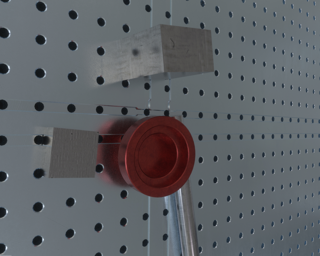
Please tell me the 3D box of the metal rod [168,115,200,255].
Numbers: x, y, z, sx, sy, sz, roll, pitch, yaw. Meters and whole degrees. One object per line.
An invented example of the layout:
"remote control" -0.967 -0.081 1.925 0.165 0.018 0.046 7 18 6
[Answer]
"metal rod" 0.038 0.130 0.440 0.025 0.025 0.298 -12 98 -39

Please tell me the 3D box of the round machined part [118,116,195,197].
"round machined part" -0.007 0.033 0.386 0.099 0.042 0.097 -1 93 -32

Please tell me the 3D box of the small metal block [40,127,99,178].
"small metal block" -0.096 0.026 0.329 0.050 0.025 0.050 7 85 -40

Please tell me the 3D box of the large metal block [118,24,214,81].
"large metal block" 0.007 -0.088 0.379 0.081 0.080 0.050 -9 96 -40
